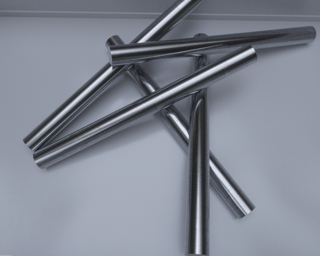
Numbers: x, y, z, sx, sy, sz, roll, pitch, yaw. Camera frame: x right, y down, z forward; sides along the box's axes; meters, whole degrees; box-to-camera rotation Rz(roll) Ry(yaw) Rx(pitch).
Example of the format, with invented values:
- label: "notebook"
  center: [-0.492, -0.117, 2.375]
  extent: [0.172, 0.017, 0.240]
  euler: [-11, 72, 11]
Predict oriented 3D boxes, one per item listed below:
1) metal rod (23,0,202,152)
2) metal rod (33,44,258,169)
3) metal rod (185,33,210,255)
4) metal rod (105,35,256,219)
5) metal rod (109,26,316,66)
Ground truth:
- label: "metal rod"
  center: [-0.059, -0.080, 0.414]
  extent: [0.300, 0.025, 0.025]
  euler: [-43, 76, -5]
- label: "metal rod"
  center: [-0.019, -0.026, 0.391]
  extent: [0.301, 0.025, 0.025]
  euler: [-27, 72, 1]
- label: "metal rod"
  center: [0.049, -0.001, 0.385]
  extent: [0.025, 0.025, 0.299]
  euler: [4, 61, 1]
- label: "metal rod"
  center: [0.018, -0.012, 0.414]
  extent: [0.025, 0.025, 0.300]
  euler: [-34, 74, -12]
- label: "metal rod"
  center: [0.082, -0.115, 0.424]
  extent: [0.302, 0.025, 0.025]
  euler: [-10, 70, -16]
